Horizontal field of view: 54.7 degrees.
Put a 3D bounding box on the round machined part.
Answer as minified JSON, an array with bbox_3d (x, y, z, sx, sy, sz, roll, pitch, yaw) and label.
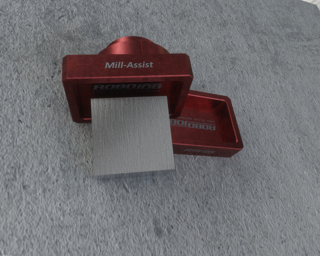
[{"bbox_3d":[-0.032,-0.071,0.372,0.099,0.097,0.042,6,59,-26],"label":"round machined part"}]

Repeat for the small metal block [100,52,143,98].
[{"bbox_3d":[-0.053,-0.071,0.422,0.050,0.025,0.050,6,59,-25],"label":"small metal block"}]

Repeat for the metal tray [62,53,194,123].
[{"bbox_3d":[-0.036,-0.042,0.349,0.131,0.090,0.030,-3,63,-9],"label":"metal tray"}]

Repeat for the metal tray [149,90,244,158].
[{"bbox_3d":[0.048,-0.008,0.435,0.131,0.030,0.090,6,59,-25],"label":"metal tray"}]

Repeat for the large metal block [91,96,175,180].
[{"bbox_3d":[-0.032,0.012,0.342,0.081,0.050,0.080,-3,75,-10],"label":"large metal block"}]
